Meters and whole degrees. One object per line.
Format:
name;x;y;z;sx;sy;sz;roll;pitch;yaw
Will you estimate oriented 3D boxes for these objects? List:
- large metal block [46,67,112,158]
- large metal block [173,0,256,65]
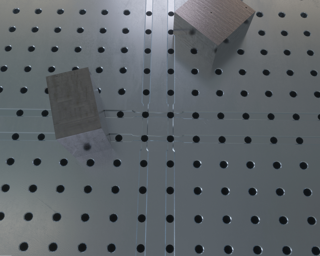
large metal block;-0.098;-0.016;0.388;0.050;0.080;0.080;-14;71;-5
large metal block;0.077;-0.154;0.455;0.080;0.050;0.080;42;75;14
